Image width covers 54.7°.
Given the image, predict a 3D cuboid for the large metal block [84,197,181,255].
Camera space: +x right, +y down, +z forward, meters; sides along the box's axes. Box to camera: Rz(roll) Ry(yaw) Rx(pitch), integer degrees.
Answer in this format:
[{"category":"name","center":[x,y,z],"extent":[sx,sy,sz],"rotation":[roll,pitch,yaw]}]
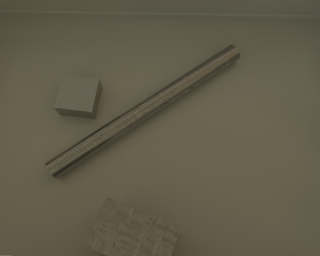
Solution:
[{"category":"large metal block","center":[-0.026,0.118,0.337],"extent":[0.080,0.080,0.050],"rotation":[20,71,7]}]

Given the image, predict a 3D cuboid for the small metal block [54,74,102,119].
[{"category":"small metal block","center":[-0.111,-0.043,0.424],"extent":[0.050,0.025,0.050],"rotation":[7,70,2]}]

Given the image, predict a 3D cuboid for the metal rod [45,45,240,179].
[{"category":"metal rod","center":[-0.014,-0.028,0.419],"extent":[0.301,0.025,0.025],"rotation":[-34,74,-12]}]
